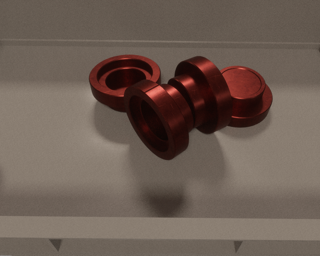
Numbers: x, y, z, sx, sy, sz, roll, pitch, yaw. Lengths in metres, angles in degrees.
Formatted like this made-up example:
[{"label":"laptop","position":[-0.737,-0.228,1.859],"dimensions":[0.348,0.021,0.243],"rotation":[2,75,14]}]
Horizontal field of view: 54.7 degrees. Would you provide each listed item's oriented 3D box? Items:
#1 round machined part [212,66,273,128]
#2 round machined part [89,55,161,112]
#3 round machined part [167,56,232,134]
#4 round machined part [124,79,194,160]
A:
[{"label":"round machined part","position":[0.110,-0.051,0.438],"dimensions":[0.099,0.042,0.098],"rotation":[0,50,0]},{"label":"round machined part","position":[-0.047,-0.060,0.440],"dimensions":[0.099,0.042,0.098],"rotation":[-1,45,1]},{"label":"round machined part","position":[0.043,-0.037,0.389],"dimensions":[0.042,0.097,0.098],"rotation":[-24,54,-19]},{"label":"round machined part","position":[0.002,-0.014,0.369],"dimensions":[0.042,0.097,0.098],"rotation":[-32,57,-24]}]
